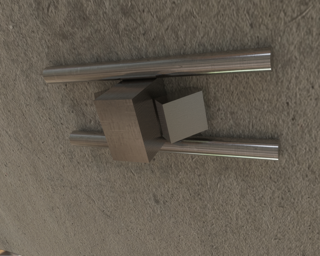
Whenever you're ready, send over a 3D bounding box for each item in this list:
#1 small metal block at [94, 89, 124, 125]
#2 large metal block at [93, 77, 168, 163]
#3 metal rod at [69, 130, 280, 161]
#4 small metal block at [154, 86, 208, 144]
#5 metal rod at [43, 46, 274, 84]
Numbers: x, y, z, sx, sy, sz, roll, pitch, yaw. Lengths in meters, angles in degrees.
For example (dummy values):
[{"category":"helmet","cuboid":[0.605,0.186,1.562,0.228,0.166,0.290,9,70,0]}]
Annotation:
[{"category":"small metal block","cuboid":[-0.067,-0.020,0.412,0.025,0.050,0.050,-17,116,-8]},{"category":"large metal block","cuboid":[-0.026,-0.014,0.379,0.050,0.080,0.079,1,119,27]},{"category":"metal rod","cuboid":[0.001,0.021,0.419,0.301,0.025,0.025,2,119,27]},{"category":"small metal block","cuboid":[0.026,-0.016,0.366,0.025,0.050,0.050,40,147,60]},{"category":"metal rod","cuboid":[-0.023,-0.072,0.374,0.301,0.025,0.025,2,119,27]}]
